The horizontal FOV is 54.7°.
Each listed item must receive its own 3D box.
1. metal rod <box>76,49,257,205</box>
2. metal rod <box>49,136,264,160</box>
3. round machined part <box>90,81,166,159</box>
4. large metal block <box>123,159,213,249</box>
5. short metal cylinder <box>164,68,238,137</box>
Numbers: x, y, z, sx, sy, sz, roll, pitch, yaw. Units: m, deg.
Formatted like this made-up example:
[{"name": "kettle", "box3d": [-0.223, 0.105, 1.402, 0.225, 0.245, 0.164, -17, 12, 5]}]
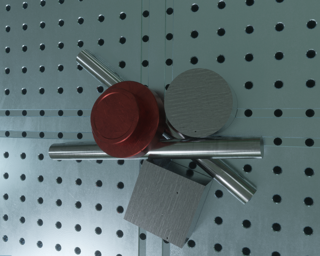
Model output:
[{"name": "metal rod", "box3d": [-0.001, -0.011, 0.412, 0.300, 0.025, 0.025, 40, 103, 15]}, {"name": "metal rod", "box3d": [-0.024, 0.028, 0.400, 0.300, 0.025, 0.025, -3, 89, 26]}, {"name": "round machined part", "box3d": [-0.046, -0.012, 0.383, 0.098, 0.042, 0.097, -4, 79, 25]}, {"name": "large metal block", "box3d": [0.011, 0.089, 0.392, 0.080, 0.050, 0.080, 21, 97, 18]}, {"name": "short metal cylinder", "box3d": [0.051, -0.029, 0.380, 0.080, 0.050, 0.079, 0, 90, 19]}]
